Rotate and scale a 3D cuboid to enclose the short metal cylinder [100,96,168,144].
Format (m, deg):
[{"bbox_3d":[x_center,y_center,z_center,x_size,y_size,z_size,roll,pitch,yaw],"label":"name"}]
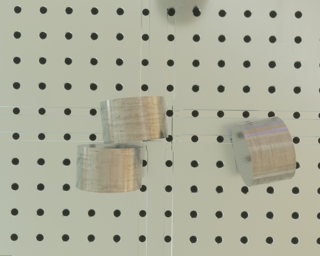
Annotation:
[{"bbox_3d":[-0.032,-0.010,0.385,0.080,0.080,0.050,-5,90,0],"label":"short metal cylinder"}]

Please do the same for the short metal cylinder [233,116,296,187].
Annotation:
[{"bbox_3d":[0.127,0.029,0.387,0.050,0.080,0.080,-11,90,0],"label":"short metal cylinder"}]

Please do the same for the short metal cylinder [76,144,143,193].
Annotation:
[{"bbox_3d":[-0.062,0.047,0.385,0.081,0.080,0.050,2,90,0],"label":"short metal cylinder"}]

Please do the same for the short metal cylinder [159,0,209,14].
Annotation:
[{"bbox_3d":[0.033,-0.197,0.401,0.081,0.050,0.079,0,90,0],"label":"short metal cylinder"}]
